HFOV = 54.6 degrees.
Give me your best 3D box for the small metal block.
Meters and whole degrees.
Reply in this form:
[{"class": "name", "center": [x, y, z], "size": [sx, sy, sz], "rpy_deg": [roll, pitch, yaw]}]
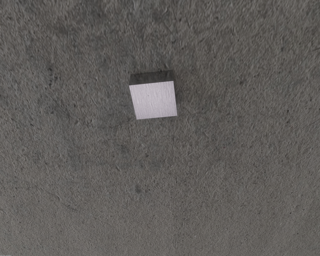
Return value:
[{"class": "small metal block", "center": [-0.007, -0.040, 0.373], "size": [0.050, 0.025, 0.050], "rpy_deg": [-5, 130, 4]}]
